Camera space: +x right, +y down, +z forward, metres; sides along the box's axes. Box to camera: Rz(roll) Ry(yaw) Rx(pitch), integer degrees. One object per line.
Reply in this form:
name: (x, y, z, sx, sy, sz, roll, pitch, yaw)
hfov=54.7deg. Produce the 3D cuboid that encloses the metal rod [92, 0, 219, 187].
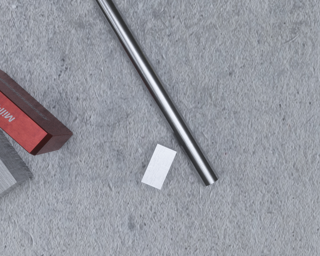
metal rod: (-0.009, -0.057, 0.409, 0.025, 0.025, 0.299, -31, 90, 0)

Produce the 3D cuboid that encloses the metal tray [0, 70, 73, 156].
metal tray: (-0.175, -0.024, 0.375, 0.130, 0.090, 0.030, 42, 90, -1)

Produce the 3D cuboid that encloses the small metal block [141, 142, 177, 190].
small metal block: (-0.001, 0.046, 0.398, 0.025, 0.050, 0.050, 23, 90, 0)

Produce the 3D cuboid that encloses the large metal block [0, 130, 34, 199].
large metal block: (-0.227, 0.055, 0.395, 0.080, 0.050, 0.080, -35, 90, 0)
